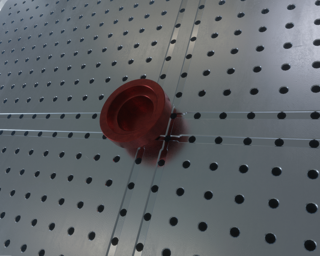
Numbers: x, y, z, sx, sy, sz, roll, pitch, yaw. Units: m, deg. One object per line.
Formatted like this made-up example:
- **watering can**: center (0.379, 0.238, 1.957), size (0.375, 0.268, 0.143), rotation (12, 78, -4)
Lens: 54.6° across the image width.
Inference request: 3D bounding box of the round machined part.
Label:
- **round machined part**: center (-0.030, -0.016, 0.423), size (0.098, 0.042, 0.098), rotation (-13, 56, 21)
